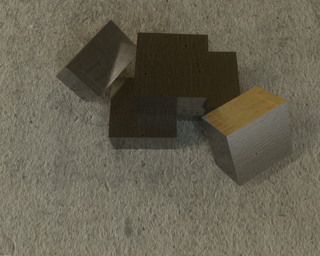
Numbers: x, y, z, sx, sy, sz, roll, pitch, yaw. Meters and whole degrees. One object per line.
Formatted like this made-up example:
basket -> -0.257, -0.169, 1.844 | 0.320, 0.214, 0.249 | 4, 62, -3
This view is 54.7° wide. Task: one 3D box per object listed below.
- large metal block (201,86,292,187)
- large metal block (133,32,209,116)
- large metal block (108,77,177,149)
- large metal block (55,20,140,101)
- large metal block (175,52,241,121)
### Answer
large metal block -> 0.106, 0.009, 0.371 | 0.080, 0.080, 0.050 | -30, 35, -11
large metal block -> 0.013, -0.062, 0.364 | 0.081, 0.050, 0.080 | 2, 70, 0
large metal block -> -0.020, -0.018, 0.400 | 0.081, 0.050, 0.080 | 0, 70, 0
large metal block -> -0.083, -0.084, 0.402 | 0.050, 0.080, 0.080 | 44, 73, -21
large metal block -> 0.060, -0.055, 0.417 | 0.081, 0.050, 0.080 | 0, 70, 0
